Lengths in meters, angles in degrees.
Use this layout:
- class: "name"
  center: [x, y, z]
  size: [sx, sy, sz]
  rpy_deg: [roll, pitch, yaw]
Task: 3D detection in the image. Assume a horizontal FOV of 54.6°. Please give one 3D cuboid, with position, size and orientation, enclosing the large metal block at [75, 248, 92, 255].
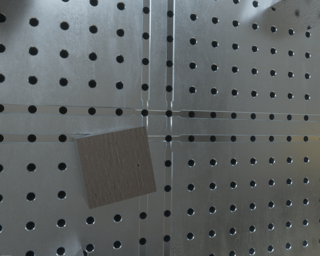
- class: "large metal block"
  center: [-0.090, 0.207, 0.367]
  size: [0.080, 0.050, 0.080]
  rpy_deg: [47, 76, -14]

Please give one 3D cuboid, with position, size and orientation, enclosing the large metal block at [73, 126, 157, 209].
- class: "large metal block"
  center: [-0.056, 0.044, 0.379]
  size: [0.081, 0.050, 0.080]
  rpy_deg: [-11, 94, -20]

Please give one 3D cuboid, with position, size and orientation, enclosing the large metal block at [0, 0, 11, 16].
- class: "large metal block"
  center: [-0.177, -0.167, 0.318]
  size: [0.050, 0.080, 0.080]
  rpy_deg: [31, 80, -17]

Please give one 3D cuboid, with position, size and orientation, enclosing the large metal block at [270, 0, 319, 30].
- class: "large metal block"
  center: [0.231, -0.200, 0.468]
  size: [0.080, 0.080, 0.050]
  rpy_deg: [23, 83, -19]
